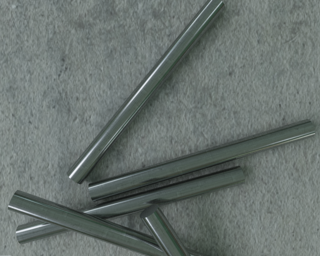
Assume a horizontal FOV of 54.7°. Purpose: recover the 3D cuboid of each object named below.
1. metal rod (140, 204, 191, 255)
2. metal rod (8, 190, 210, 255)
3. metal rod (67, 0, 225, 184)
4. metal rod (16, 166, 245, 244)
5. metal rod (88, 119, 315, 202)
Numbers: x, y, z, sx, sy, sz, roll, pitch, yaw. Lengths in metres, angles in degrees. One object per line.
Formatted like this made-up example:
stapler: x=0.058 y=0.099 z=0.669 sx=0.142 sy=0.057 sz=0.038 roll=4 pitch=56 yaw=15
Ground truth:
metal rod: x=0.064 y=0.222 z=0.386 sx=0.025 sy=0.025 sz=0.299 roll=-32 pitch=100 yaw=0
metal rod: x=-0.037 y=0.141 z=0.391 sx=0.302 sy=0.025 sz=0.025 roll=22 pitch=90 yaw=-8
metal rod: x=-0.018 y=-0.050 z=0.409 sx=0.025 sy=0.025 sz=0.300 roll=39 pitch=90 yaw=-1
metal rod: x=-0.037 y=0.101 z=0.409 sx=0.302 sy=0.025 sz=0.025 roll=-15 pitch=90 yaw=-1
metal rod: x=0.055 y=0.043 z=0.410 sx=0.302 sy=0.025 sz=0.025 roll=-16 pitch=90 yaw=-1
